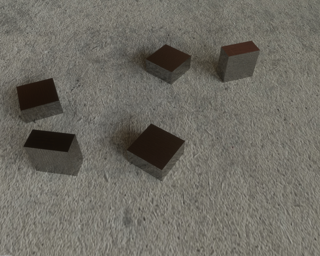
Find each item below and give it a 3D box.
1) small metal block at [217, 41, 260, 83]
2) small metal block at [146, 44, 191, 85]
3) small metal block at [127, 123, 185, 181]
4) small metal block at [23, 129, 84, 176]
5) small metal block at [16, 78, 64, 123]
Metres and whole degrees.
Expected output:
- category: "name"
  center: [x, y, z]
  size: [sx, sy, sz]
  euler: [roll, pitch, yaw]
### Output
- category: "small metal block"
  center: [0.118, -0.101, 0.472]
  size: [0.050, 0.050, 0.025]
  euler: [-14, 52, -11]
- category: "small metal block"
  center: [0.013, -0.101, 0.488]
  size: [0.050, 0.025, 0.050]
  euler: [31, 57, 23]
- category: "small metal block"
  center: [-0.004, 0.029, 0.379]
  size: [0.050, 0.025, 0.050]
  euler: [28, 55, 21]
- category: "small metal block"
  center: [-0.122, 0.030, 0.361]
  size: [0.050, 0.050, 0.025]
  euler: [6, 51, 5]
- category: "small metal block"
  center: [-0.169, -0.040, 0.435]
  size: [0.050, 0.025, 0.050]
  euler: [-18, 52, -14]
